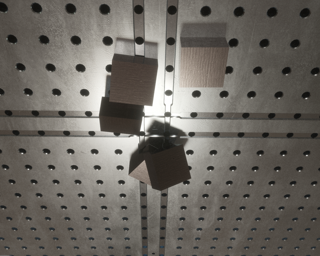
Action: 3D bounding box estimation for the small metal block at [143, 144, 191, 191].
[{"bbox_3d":[0.010,0.053,0.428,0.050,0.025,0.050,-17,95,-28],"label":"small metal block"}]

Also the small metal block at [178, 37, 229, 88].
[{"bbox_3d":[0.047,-0.074,0.350,0.050,0.025,0.050,0,130,-1],"label":"small metal block"}]

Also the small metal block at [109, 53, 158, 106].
[{"bbox_3d":[-0.031,-0.055,0.359,0.050,0.025,0.050,6,120,-6],"label":"small metal block"}]

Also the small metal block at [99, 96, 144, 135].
[{"bbox_3d":[-0.048,-0.014,0.386,0.050,0.025,0.050,6,157,-6],"label":"small metal block"}]

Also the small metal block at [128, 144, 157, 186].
[{"bbox_3d":[-0.011,0.058,0.461,0.050,0.025,0.050,30,124,-24],"label":"small metal block"}]
